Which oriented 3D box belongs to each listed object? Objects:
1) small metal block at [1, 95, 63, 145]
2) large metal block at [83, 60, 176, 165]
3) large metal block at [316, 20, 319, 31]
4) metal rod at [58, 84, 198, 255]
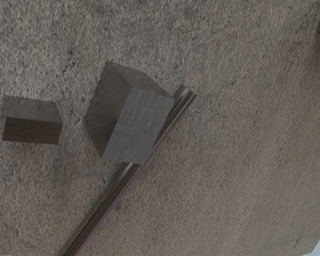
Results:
[{"bbox_3d":[-0.131,-0.008,0.314,0.050,0.050,0.025,7,115,-32],"label":"small metal block"},{"bbox_3d":[-0.038,-0.018,0.339,0.050,0.080,0.080,13,112,-34],"label":"large metal block"},{"bbox_3d":[0.283,-0.173,0.439,0.081,0.050,0.079,-8,122,-24],"label":"large metal block"},{"bbox_3d":[-0.049,0.069,0.422,0.025,0.025,0.299,29,103,-38],"label":"metal rod"}]
